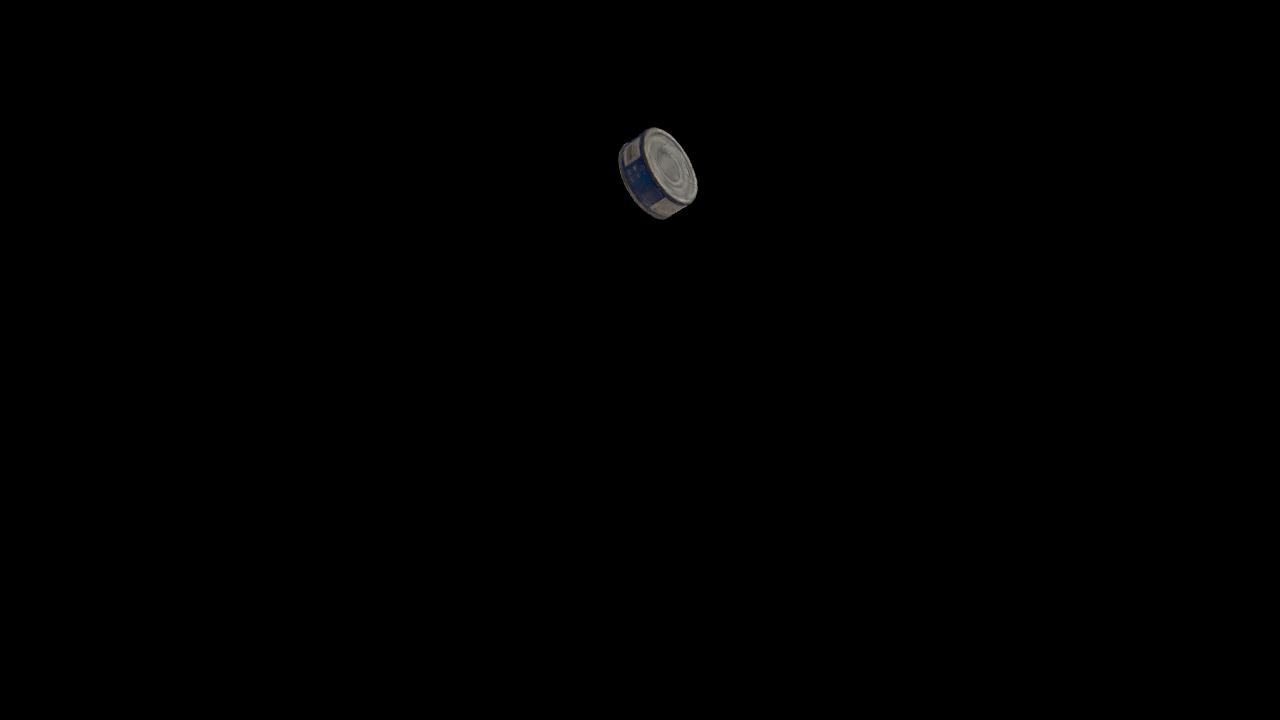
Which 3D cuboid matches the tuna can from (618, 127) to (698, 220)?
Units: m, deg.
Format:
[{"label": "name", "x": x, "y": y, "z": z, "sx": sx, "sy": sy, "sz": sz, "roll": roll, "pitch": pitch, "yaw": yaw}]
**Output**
[{"label": "tuna can", "x": 0.019, "y": -0.185, "z": 0.609, "sx": 0.034, "sy": 0.084, "sz": 0.084, "roll": -23, "pitch": -15, "yaw": 38}]
